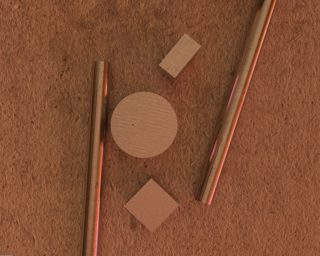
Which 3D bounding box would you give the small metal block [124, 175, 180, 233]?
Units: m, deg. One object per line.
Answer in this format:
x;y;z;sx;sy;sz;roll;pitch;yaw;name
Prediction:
-0.011;0.099;0.410;0.050;0.025;0.050;44;90;0;small metal block

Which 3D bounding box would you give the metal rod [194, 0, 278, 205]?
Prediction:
0.103;-0.045;0.410;0.025;0.025;0.298;18;90;0;metal rod

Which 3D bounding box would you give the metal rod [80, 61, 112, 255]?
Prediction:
-0.086;0.063;0.409;0.025;0.025;0.298;4;90;0;metal rod

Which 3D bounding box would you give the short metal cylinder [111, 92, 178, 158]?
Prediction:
-0.019;-0.004;0.397;0.081;0.050;0.079;0;90;0;short metal cylinder

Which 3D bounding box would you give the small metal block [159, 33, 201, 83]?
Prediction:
0.024;-0.087;0.397;0.025;0.050;0.050;40;90;0;small metal block
